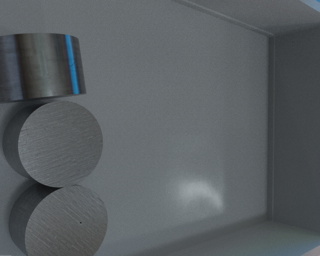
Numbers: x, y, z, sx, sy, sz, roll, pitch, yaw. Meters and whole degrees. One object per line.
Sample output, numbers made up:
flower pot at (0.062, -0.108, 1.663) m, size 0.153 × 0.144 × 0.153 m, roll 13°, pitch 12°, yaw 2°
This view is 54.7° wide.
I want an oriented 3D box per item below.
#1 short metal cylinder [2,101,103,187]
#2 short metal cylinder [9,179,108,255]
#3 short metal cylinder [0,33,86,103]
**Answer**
short metal cylinder at (-0.104, 0.015, 0.304) m, size 0.081 × 0.050 × 0.079 m, roll 0°, pitch 90°, yaw -40°
short metal cylinder at (-0.100, 0.094, 0.308) m, size 0.081 × 0.050 × 0.079 m, roll 0°, pitch 91°, yaw -40°
short metal cylinder at (-0.111, -0.051, 0.279) m, size 0.081 × 0.080 × 0.050 m, roll -12°, pitch 98°, yaw -40°
